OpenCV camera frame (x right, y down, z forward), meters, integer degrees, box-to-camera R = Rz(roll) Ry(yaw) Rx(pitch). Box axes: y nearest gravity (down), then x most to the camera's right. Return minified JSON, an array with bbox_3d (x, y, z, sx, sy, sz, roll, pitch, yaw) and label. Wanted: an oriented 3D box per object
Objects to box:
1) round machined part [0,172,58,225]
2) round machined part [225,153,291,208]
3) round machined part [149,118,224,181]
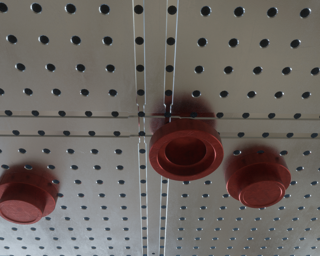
[{"bbox_3d":[-0.220,0.119,0.499,0.099,0.042,0.097,-1,130,0],"label":"round machined part"},{"bbox_3d":[0.152,0.087,0.477,0.099,0.042,0.097,-1,130,0],"label":"round machined part"},{"bbox_3d":[0.035,0.025,0.423,0.099,0.042,0.097,-1,130,0],"label":"round machined part"}]
